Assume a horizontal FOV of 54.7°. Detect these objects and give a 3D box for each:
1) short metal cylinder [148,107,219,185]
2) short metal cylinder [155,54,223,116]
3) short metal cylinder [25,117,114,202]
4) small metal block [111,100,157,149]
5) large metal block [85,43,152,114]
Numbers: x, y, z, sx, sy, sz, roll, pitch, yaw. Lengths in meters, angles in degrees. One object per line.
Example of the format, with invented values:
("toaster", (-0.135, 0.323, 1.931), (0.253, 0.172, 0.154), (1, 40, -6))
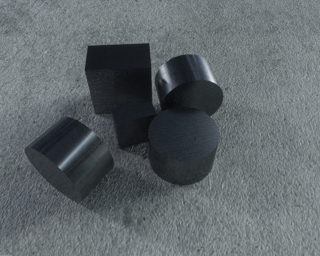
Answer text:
("short metal cylinder", (0.027, 0.021, 0.370), (0.081, 0.050, 0.080), (0, 50, 0))
("short metal cylinder", (0.037, -0.049, 0.409), (0.081, 0.080, 0.050), (-8, 51, -7))
("short metal cylinder", (-0.098, 0.034, 0.338), (0.080, 0.080, 0.050), (28, 56, 21))
("small metal block", (-0.031, -0.004, 0.390), (0.050, 0.050, 0.025), (-14, 52, -11))
("large metal block", (-0.052, -0.066, 0.422), (0.081, 0.080, 0.050), (-3, 50, -3))
